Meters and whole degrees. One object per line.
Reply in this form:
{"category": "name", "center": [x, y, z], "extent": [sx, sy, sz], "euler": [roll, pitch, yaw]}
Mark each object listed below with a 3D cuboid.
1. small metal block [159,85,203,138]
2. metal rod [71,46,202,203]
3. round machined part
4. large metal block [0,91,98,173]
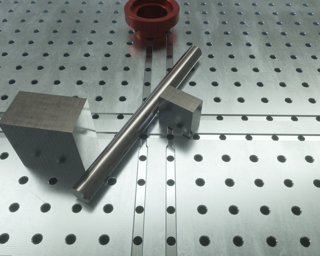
{"category": "small metal block", "center": [0.026, -0.022, 0.410], "extent": [0.050, 0.050, 0.025], "euler": [27, 55, 21]}
{"category": "metal rod", "center": [-0.015, -0.025, 0.428], "extent": [0.025, 0.025, 0.301], "euler": [23, 54, 18]}
{"category": "round machined part", "center": [-0.014, -0.201, 0.565], "extent": [0.099, 0.042, 0.098], "euler": [0, 50, 0]}
{"category": "large metal block", "center": [-0.125, 0.006, 0.365], "extent": [0.080, 0.080, 0.050], "euler": [7, 51, 6]}
